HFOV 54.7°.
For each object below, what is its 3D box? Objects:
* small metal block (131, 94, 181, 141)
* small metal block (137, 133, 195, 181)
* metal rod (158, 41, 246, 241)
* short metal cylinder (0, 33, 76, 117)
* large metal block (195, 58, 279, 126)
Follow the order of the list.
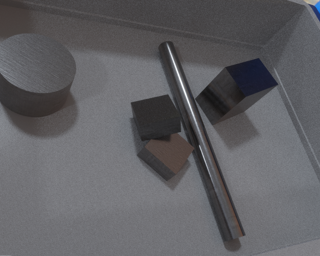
[{"bbox_3d":[-0.006,-0.014,0.390,0.050,0.025,0.050,-13,41,-10],"label":"small metal block"},{"bbox_3d":[0.008,0.030,0.393,0.050,0.025,0.050,41,51,0],"label":"small metal block"},{"bbox_3d":[0.051,0.002,0.433,0.025,0.025,0.299,-3,63,-30],"label":"metal rod"},{"bbox_3d":[-0.141,-0.059,0.350,0.081,0.050,0.080,14,56,-21],"label":"short metal cylinder"},{"bbox_3d":[0.114,-0.055,0.467,0.081,0.080,0.050,-21,73,-36],"label":"large metal block"}]
